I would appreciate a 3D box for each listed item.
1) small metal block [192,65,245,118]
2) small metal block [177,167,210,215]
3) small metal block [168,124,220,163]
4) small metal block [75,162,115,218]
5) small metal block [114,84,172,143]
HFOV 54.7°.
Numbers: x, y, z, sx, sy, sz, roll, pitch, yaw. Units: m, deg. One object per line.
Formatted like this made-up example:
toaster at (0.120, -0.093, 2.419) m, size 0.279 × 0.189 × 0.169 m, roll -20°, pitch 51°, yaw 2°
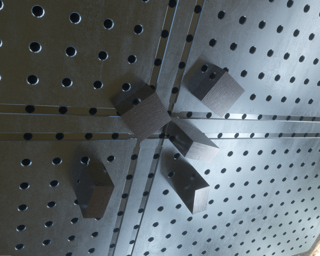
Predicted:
small metal block at (0.081, -0.050, 0.427) m, size 0.050 × 0.025 × 0.050 m, roll 34°, pitch 99°, yaw -39°
small metal block at (0.051, 0.098, 0.486) m, size 0.025 × 0.050 × 0.050 m, roll -12°, pitch 124°, yaw -22°
small metal block at (0.047, 0.022, 0.436) m, size 0.050 × 0.050 × 0.025 m, roll 16°, pitch 110°, yaw -35°
small metal block at (-0.085, 0.079, 0.399) m, size 0.025 × 0.050 × 0.050 m, roll 9°, pitch 114°, yaw -33°
small metal block at (-0.020, -0.018, 0.390) m, size 0.050 × 0.025 × 0.050 m, roll -36°, pitch 130°, yaw -5°
